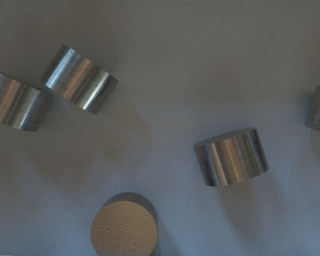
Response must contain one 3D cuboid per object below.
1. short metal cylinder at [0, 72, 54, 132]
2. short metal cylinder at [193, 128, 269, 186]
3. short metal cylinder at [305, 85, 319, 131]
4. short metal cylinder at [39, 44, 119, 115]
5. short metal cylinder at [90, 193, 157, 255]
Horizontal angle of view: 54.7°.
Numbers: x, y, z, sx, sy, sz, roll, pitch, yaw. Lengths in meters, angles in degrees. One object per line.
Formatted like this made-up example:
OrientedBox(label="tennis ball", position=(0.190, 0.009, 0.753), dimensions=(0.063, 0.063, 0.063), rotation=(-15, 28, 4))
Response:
OrientedBox(label="short metal cylinder", position=(-0.180, -0.034, 0.382), dimensions=(0.080, 0.080, 0.050), rotation=(25, 90, 0))
OrientedBox(label="short metal cylinder", position=(0.087, 0.035, 0.384), dimensions=(0.080, 0.080, 0.050), rotation=(-17, 90, 0))
OrientedBox(label="short metal cylinder", position=(0.230, -0.018, 0.385), dimensions=(0.080, 0.080, 0.050), rotation=(17, 90, 0))
OrientedBox(label="short metal cylinder", position=(-0.098, -0.059, 0.383), dimensions=(0.080, 0.080, 0.050), rotation=(33, 90, 0))
OrientedBox(label="short metal cylinder", position=(-0.044, 0.128, 0.399), dimensions=(0.081, 0.050, 0.080), rotation=(0, 90, 0))
